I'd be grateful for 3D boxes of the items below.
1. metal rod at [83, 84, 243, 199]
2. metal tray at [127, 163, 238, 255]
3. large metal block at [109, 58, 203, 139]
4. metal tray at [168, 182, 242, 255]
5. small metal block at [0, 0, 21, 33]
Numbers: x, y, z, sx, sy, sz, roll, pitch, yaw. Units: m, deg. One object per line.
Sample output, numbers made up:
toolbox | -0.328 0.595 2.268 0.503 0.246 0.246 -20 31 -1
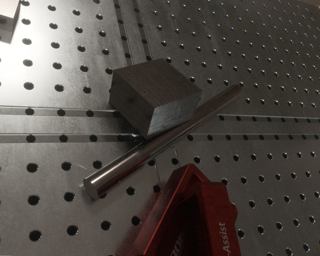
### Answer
metal rod | 0.027 0.002 0.422 0.302 0.025 0.025 -32 80 -38
metal tray | 0.031 0.113 0.334 0.090 0.030 0.130 46 44 -12
large metal block | -0.007 -0.041 0.400 0.081 0.050 0.080 -23 55 -36
metal tray | 0.042 0.129 0.310 0.030 0.090 0.130 6 59 -23
small metal block | -0.208 -0.154 0.391 0.050 0.025 0.050 12 57 -22
